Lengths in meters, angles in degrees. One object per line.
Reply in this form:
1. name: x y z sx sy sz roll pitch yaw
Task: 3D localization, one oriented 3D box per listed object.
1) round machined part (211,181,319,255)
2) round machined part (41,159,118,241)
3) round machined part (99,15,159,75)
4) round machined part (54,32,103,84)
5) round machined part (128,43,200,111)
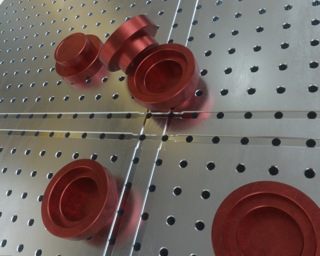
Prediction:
1. round machined part: 0.100 0.102 0.282 0.098 0.042 0.098 -13 56 20
2. round machined part: -0.096 0.091 0.390 0.098 0.042 0.098 -13 56 20
3. round machined part: -0.040 -0.118 0.465 0.098 0.098 0.042 -42 86 -1
4. round machined part: -0.148 -0.131 0.553 0.098 0.042 0.098 -13 56 20
5. round machined part: 0.008 -0.066 0.431 0.098 0.042 0.098 -12 59 20
